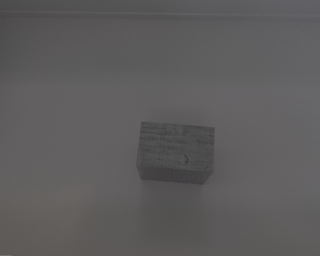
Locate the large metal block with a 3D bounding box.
[{"bbox_3d":[0.018,0.033,0.369,0.080,0.080,0.050,5,70,2],"label":"large metal block"}]
